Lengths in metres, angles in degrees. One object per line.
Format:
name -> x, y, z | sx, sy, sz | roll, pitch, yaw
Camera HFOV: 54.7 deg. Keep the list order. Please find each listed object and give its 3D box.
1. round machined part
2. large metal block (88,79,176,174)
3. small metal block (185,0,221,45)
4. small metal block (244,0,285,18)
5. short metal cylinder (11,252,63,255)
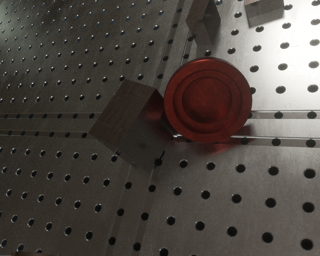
round machined part -> 0.055, -0.035, 0.366 | 0.098, 0.098, 0.042 | -23, 17, 14
large metal block -> -0.027, -0.001, 0.387 | 0.050, 0.080, 0.080 | 22, 73, 36
small metal block -> 0.065, -0.158, 0.454 | 0.025, 0.050, 0.050 | 7, 65, 31
small metal block -> 0.148, -0.193, 0.448 | 0.050, 0.025, 0.050 | -12, 57, 21
short metal cylinder -> -0.126, 0.167, 0.335 | 0.080, 0.080, 0.050 | -8, 58, 24
